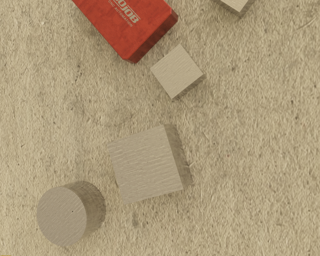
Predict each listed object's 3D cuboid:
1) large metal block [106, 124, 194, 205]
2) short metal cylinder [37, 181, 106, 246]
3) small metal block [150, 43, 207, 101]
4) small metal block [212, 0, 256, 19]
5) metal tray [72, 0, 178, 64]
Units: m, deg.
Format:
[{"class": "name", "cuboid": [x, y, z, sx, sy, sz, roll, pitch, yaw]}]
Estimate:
[{"class": "large metal block", "cuboid": [-0.012, 0.045, 0.400, 0.080, 0.050, 0.080, -19, 84, 19]}, {"class": "short metal cylinder", "cuboid": [-0.125, 0.119, 0.440, 0.080, 0.050, 0.079, 0, 90, 20]}, {"class": "small metal block", "cuboid": [0.024, -0.071, 0.400, 0.050, 0.025, 0.050, -38, 78, 16]}, {"class": "small metal block", "cuboid": [0.093, -0.171, 0.376, 0.050, 0.025, 0.050, 40, 102, 15]}, {"class": "metal tray", "cuboid": [-0.050, -0.165, 0.424, 0.090, 0.030, 0.130, -43, 77, 14]}]
